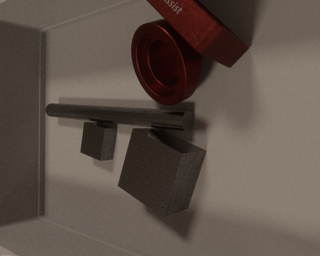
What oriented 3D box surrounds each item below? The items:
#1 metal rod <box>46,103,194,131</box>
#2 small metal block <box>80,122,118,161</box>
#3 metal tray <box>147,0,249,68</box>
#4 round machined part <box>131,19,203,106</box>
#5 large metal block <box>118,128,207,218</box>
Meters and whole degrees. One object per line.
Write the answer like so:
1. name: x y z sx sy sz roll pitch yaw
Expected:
1. metal rod: -0.082 -0.021 0.471 0.300 0.025 0.025 6 94 39
2. small metal block: -0.096 0.020 0.483 0.050 0.025 0.050 15 100 38
3. metal tray: 0.029 -0.124 0.329 0.030 0.090 0.130 -48 68 23
4. round machined part: 0.012 -0.079 0.368 0.098 0.042 0.097 35 139 37
5. large metal block: 0.001 0.051 0.388 0.080 0.050 0.079 25 106 37
